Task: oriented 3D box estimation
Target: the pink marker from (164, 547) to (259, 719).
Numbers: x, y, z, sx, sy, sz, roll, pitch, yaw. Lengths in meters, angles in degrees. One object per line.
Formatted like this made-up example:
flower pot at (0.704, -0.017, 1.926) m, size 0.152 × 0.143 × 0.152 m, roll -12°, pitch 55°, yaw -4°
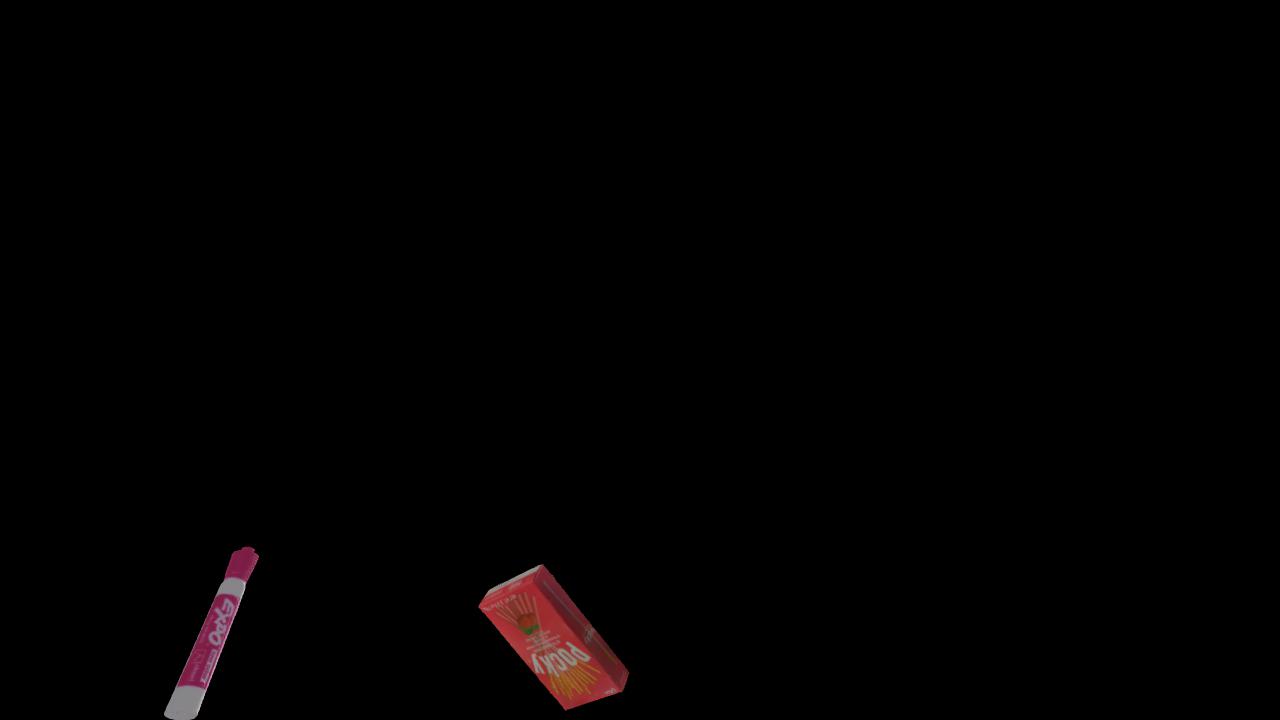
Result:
pink marker at (-0.305, 0.191, 0.444) m, size 0.020 × 0.020 × 0.121 m, roll 0°, pitch 43°, yaw -7°

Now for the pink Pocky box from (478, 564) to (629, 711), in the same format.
pink Pocky box at (-0.089, 0.291, 0.640) m, size 0.084 × 0.155 × 0.029 m, roll -32°, pitch 9°, yaw 26°
